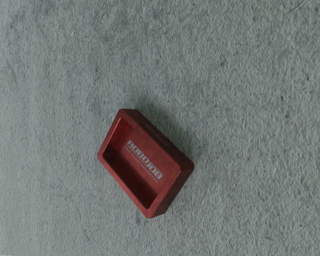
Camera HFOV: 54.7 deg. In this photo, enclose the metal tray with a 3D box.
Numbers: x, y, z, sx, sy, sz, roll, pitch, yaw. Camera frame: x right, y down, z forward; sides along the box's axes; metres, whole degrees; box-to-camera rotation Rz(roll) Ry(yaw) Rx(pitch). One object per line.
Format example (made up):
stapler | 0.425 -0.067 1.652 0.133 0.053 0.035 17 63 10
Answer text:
metal tray | -0.025 0.044 0.422 0.130 0.030 0.089 43 116 31
